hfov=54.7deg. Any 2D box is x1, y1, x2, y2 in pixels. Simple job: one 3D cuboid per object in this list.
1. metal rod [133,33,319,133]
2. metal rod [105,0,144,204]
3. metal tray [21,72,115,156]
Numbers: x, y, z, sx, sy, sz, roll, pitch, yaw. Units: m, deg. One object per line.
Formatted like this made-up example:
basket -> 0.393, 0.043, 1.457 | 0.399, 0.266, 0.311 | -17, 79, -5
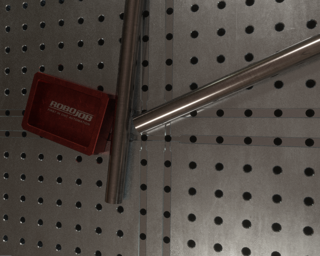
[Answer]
metal rod -> 0.102, -0.060, 0.376 | 0.300, 0.025, 0.025 | -23, 83, 18
metal rod -> -0.049, -0.045, 0.428 | 0.025, 0.025, 0.298 | 7, 92, 19
metal tray -> -0.134, -0.022, 0.455 | 0.130, 0.030, 0.089 | 19, 96, 18
